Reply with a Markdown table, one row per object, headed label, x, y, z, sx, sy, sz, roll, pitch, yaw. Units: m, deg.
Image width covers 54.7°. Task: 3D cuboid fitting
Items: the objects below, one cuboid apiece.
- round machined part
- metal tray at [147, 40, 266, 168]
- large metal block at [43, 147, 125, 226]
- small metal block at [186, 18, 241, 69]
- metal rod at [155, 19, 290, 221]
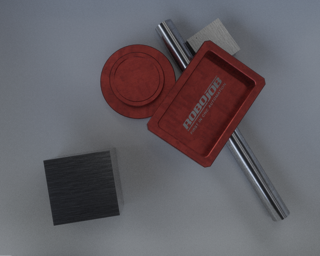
| label | x | y | z | sx | sy | sz | roll | pitch | yaw |
| --- | --- | --- | --- | --- | --- | --- | --- | --- | --- |
| round machined part | -0.028 | -0.060 | 0.403 | 0.099 | 0.042 | 0.097 | 0 | 90 | -1 |
| metal tray | 0.055 | -0.029 | 0.381 | 0.090 | 0.030 | 0.130 | 34 | 87 | -3 |
| large metal block | -0.094 | 0.072 | 0.398 | 0.081 | 0.050 | 0.080 | -9 | 90 | -1 |
| small metal block | 0.069 | -0.108 | 0.412 | 0.050 | 0.025 | 0.050 | -35 | 90 | -1 |
| metal rod | 0.083 | -0.010 | 0.412 | 0.025 | 0.025 | 0.299 | -32 | 90 | 0 |
